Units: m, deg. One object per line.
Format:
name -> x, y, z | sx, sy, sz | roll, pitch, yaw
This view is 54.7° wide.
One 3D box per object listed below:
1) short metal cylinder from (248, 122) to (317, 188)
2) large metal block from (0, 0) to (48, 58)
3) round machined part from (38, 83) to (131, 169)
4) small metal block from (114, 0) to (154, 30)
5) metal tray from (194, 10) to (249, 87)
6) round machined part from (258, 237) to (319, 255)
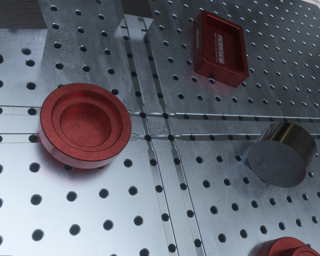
short metal cylinder -> 0.175, 0.038, 0.443 | 0.080, 0.080, 0.050 | 47, 51, 4
large metal block -> -0.190, -0.131, 0.370 | 0.081, 0.050, 0.080 | -12, 68, -33
round machined part -> -0.086, 0.001, 0.350 | 0.099, 0.042, 0.098 | 14, 56, -21
small metal block -> -0.043, -0.189, 0.500 | 0.050, 0.025, 0.050 | -1, 62, -29
metal tray -> 0.106, -0.142, 0.548 | 0.091, 0.030, 0.130 | 16, 55, -19
round machined part -> 0.169, 0.183, 0.377 | 0.099, 0.042, 0.098 | 14, 56, -21
